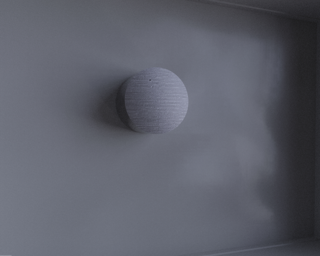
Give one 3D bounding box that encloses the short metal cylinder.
[{"bbox_3d":[-0.011,-0.033,0.393,0.081,0.050,0.080,0,90,-20],"label":"short metal cylinder"}]
